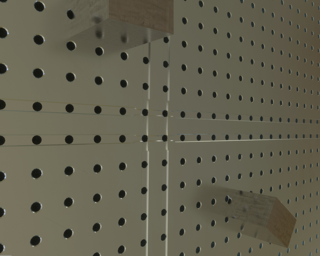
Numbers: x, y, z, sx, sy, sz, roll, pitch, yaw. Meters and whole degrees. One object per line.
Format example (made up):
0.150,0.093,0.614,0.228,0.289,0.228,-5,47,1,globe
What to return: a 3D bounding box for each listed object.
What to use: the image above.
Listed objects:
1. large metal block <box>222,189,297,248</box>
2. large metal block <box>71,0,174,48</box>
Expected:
0.166,0.149,0.516,0.080,0.080,0.050,44,63,-32,large metal block
-0.042,-0.126,0.339,0.081,0.080,0.050,-1,91,-40,large metal block
